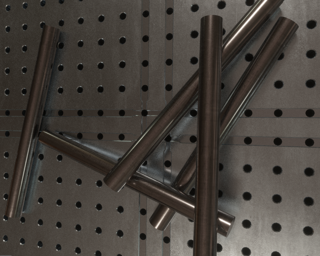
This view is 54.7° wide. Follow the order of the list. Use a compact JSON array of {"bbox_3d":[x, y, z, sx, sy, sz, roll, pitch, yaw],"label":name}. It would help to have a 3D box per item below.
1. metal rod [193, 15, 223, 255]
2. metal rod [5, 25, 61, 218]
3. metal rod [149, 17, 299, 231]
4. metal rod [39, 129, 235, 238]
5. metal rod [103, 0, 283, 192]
[{"bbox_3d":[0.052,0.026,0.339,0.025,0.025,0.298,1,85,19],"label":"metal rod"},{"bbox_3d":[-0.198,-0.007,0.480,0.025,0.025,0.298,15,95,19],"label":"metal rod"},{"bbox_3d":[0.073,0.003,0.386,0.025,0.025,0.299,34,101,16],"label":"metal rod"},{"bbox_3d":[-0.048,0.062,0.409,0.301,0.025,0.025,21,97,25],"label":"metal rod"},{"bbox_3d":[0.037,-0.042,0.374,0.025,0.025,0.300,42,94,15],"label":"metal rod"}]
